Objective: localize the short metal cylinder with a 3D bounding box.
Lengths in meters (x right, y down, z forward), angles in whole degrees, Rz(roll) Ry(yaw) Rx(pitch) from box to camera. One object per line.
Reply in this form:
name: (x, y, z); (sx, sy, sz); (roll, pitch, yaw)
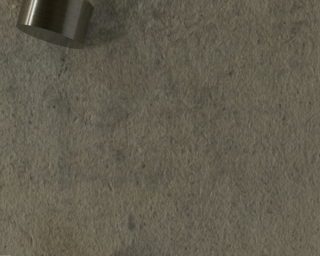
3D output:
short metal cylinder: (-0.128, -0.135, 0.381); (0.080, 0.080, 0.050); (14, 90, -1)
